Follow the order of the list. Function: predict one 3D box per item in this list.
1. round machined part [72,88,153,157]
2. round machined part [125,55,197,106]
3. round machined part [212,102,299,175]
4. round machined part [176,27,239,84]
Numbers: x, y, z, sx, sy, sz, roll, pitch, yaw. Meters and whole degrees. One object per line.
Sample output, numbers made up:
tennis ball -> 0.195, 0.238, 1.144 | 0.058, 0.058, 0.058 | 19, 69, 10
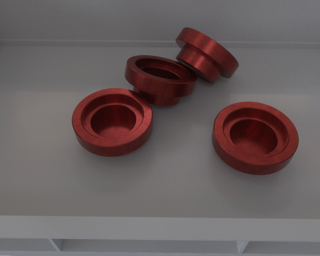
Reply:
round machined part -> -0.058, -0.003, 0.396 | 0.099, 0.042, 0.098 | 0, 50, 0
round machined part -> -0.001, -0.064, 0.433 | 0.099, 0.042, 0.098 | 11, 29, -6
round machined part -> 0.113, 0.017, 0.381 | 0.099, 0.042, 0.098 | 0, 50, 0
round machined part -> 0.062, -0.100, 0.455 | 0.098, 0.098, 0.042 | 37, 96, 27
